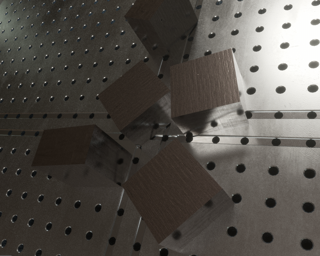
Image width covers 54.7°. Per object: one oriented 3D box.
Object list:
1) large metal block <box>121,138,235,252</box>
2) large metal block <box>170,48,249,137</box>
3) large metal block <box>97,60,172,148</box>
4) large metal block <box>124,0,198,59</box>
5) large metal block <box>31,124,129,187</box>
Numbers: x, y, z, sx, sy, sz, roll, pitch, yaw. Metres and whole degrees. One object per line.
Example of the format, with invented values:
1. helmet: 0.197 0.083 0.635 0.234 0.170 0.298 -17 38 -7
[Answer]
1. large metal block: 0.019 0.072 0.337 0.080 0.050 0.080 -41 51 0
2. large metal block: 0.060 -0.042 0.386 0.080 0.050 0.080 -13 56 20
3. large metal block: -0.027 -0.034 0.426 0.080 0.050 0.080 -39 51 2
4. large metal block: 0.005 -0.167 0.471 0.050 0.080 0.080 23 74 36
5. large metal block: -0.099 0.040 0.399 0.080 0.080 0.050 -6 60 25
